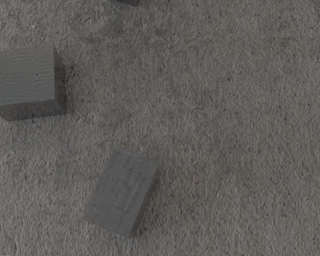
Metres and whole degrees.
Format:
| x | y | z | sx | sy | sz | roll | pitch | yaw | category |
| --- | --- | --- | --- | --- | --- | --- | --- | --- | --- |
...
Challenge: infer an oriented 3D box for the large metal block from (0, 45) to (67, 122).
| x | y | z | sx | sy | sz | roll | pitch | yaw | category |
| --- | --- | --- | --- | --- | --- | --- | --- | --- | --- |
| -0.174 | -0.059 | 0.415 | 0.081 | 0.050 | 0.080 | -7 | 70 | -3 | large metal block |

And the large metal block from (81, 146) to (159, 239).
| x | y | z | sx | sy | sz | roll | pitch | yaw | category |
| --- | --- | --- | --- | --- | --- | --- | --- | --- | --- |
| -0.039 | 0.076 | 0.351 | 0.050 | 0.080 | 0.080 | 21 | 71 | 7 | large metal block |

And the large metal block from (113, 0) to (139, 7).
| x | y | z | sx | sy | sz | roll | pitch | yaw | category |
| --- | --- | --- | --- | --- | --- | --- | --- | --- | --- |
| -0.048 | -0.249 | 0.469 | 0.050 | 0.080 | 0.080 | 17 | 71 | 6 | large metal block |
